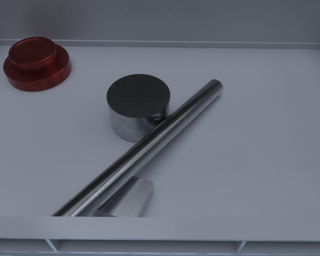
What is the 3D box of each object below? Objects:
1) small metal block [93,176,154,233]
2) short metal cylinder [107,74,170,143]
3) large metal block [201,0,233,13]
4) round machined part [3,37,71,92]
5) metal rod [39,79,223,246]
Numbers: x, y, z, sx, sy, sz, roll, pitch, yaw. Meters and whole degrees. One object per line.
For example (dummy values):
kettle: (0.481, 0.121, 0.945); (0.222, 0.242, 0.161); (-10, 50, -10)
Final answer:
small metal block: (-0.040, 0.078, 0.339); (0.050, 0.025, 0.050); (17, 52, 13)
short metal cylinder: (-0.027, -0.027, 0.411); (0.081, 0.050, 0.080); (0, 50, 0)
large metal block: (0.111, -0.289, 0.616); (0.050, 0.080, 0.080); (-7, 51, -6)
round machined part: (-0.192, -0.105, 0.480); (0.099, 0.042, 0.098); (0, 50, 0)
metal rod: (-0.008, 0.017, 0.366); (0.025, 0.025, 0.302); (30, 49, 23)
